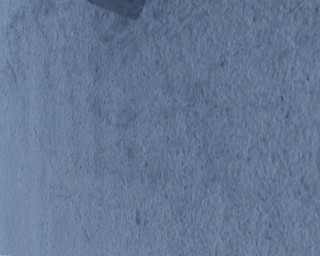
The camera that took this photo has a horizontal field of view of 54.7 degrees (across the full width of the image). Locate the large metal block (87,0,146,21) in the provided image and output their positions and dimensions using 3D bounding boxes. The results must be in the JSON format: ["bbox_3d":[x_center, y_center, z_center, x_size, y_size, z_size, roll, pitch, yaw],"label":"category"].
[{"bbox_3d":[-0.073,-0.198,0.427,0.080,0.081,0.050,43,116,31],"label":"large metal block"}]
